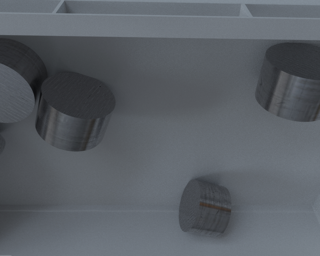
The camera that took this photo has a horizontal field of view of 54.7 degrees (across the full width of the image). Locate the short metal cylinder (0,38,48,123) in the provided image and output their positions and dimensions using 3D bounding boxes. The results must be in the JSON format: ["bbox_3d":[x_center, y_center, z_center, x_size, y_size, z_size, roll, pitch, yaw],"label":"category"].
[{"bbox_3d":[-0.174,-0.052,0.346,0.081,0.050,0.079,0,130,0],"label":"short metal cylinder"}]

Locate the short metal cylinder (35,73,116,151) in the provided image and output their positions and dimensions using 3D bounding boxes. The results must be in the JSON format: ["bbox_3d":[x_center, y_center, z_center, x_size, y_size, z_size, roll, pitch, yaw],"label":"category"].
[{"bbox_3d":[-0.097,-0.019,0.355,0.081,0.080,0.050,16,128,-14],"label":"short metal cylinder"}]

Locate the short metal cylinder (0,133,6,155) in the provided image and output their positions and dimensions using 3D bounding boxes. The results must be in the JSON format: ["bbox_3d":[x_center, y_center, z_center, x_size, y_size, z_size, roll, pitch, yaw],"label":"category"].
[{"bbox_3d":[-0.245,0.019,0.385,0.080,0.080,0.050,-12,129,9],"label":"short metal cylinder"}]

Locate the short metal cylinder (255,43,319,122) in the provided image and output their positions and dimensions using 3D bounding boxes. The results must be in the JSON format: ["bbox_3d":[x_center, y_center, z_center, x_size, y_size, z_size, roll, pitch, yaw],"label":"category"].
[{"bbox_3d":[0.148,-0.051,0.332,0.081,0.080,0.050,1,130,-1],"label":"short metal cylinder"}]

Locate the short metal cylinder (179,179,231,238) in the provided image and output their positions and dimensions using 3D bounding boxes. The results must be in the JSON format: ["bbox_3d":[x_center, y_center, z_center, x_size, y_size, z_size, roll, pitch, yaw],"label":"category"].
[{"bbox_3d":[0.068,0.124,0.480,0.050,0.080,0.079,16,128,-13],"label":"short metal cylinder"}]
